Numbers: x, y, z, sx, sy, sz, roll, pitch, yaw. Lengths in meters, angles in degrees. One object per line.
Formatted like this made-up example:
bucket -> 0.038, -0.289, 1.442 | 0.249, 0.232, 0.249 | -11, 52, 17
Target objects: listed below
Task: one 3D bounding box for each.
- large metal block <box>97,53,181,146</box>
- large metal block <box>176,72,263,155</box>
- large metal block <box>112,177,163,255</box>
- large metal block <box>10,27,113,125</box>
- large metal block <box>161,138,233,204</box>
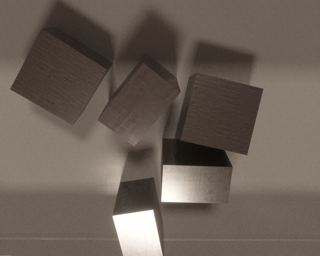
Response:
large metal block -> -0.023, -0.037, 0.368 | 0.050, 0.080, 0.080 | 37, 106, -13
large metal block -> 0.070, -0.017, 0.381 | 0.081, 0.050, 0.080 | 13, 92, -5
large metal block -> -0.027, 0.126, 0.428 | 0.050, 0.080, 0.079 | -9, 110, 3
large metal block -> -0.115, -0.063, 0.373 | 0.080, 0.050, 0.080 | 32, 107, -12
large metal block -> 0.043, 0.053, 0.402 | 0.081, 0.080, 0.050 | 2, 111, -1
